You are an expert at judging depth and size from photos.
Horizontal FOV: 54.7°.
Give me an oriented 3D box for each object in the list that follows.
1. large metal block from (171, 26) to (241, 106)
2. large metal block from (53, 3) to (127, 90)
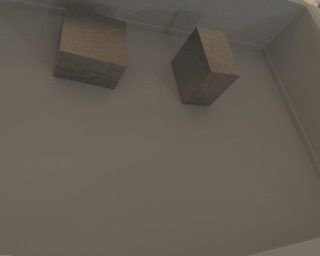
[{"bbox_3d":[0.064,-0.089,0.461,0.050,0.080,0.080,3,61,-27],"label":"large metal block"},{"bbox_3d":[-0.090,-0.105,0.406,0.081,0.050,0.080,10,58,-23],"label":"large metal block"}]
